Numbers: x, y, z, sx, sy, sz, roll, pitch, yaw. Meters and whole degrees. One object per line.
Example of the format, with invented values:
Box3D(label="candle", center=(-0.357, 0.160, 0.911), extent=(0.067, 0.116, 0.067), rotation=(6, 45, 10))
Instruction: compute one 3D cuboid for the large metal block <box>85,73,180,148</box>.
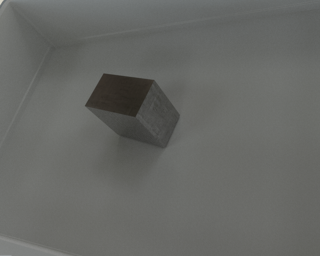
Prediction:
Box3D(label="large metal block", center=(-0.033, -0.022, 0.397), extent=(0.080, 0.080, 0.050), rotation=(13, 69, 33))
